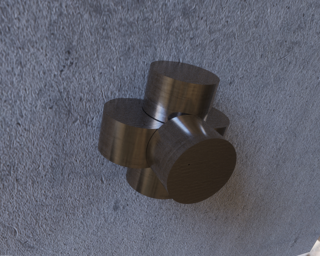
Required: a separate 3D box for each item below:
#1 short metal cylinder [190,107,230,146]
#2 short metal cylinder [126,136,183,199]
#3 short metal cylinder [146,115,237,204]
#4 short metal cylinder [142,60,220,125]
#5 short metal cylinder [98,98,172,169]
[{"bbox_3d":[0.043,0.003,0.400,0.081,0.080,0.050,-1,119,-29],"label":"short metal cylinder"},{"bbox_3d":[0.000,0.047,0.403,0.081,0.080,0.050,0,119,-29],"label":"short metal cylinder"},{"bbox_3d":[0.032,0.033,0.327,0.081,0.050,0.079,-14,125,-21],"label":"short metal cylinder"},{"bbox_3d":[0.024,-0.042,0.361,0.081,0.080,0.050,-2,119,-28],"label":"short metal cylinder"},{"bbox_3d":[-0.028,0.004,0.361,0.081,0.080,0.050,-1,119,-28],"label":"short metal cylinder"}]
